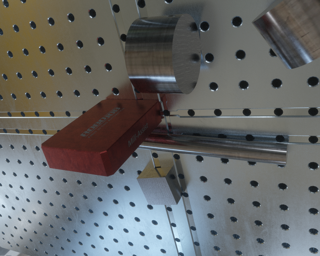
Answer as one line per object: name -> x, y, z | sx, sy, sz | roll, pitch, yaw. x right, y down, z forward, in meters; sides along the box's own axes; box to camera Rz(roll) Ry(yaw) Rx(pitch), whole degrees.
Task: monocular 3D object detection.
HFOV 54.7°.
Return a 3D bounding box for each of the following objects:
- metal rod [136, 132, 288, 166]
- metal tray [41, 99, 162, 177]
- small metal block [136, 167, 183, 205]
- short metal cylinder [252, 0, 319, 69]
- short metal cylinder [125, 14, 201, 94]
metal rod -> 0.010, 0.020, 0.418 | 0.301, 0.025, 0.025 | 5, 121, 25
metal tray -> -0.065, 0.005, 0.381 | 0.090, 0.131, 0.030 | 4, 120, 26
small metal block -> 0.000, 0.088, 0.466 | 0.050, 0.025, 0.050 | -9, 114, 32
short metal cylinder -> 0.124, -0.093, 0.253 | 0.080, 0.080, 0.050 | -34, 99, 38
short metal cylinder -> 0.006, -0.076, 0.325 | 0.050, 0.080, 0.079 | 5, 121, 26
